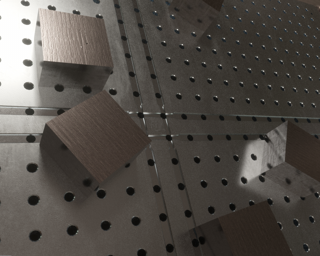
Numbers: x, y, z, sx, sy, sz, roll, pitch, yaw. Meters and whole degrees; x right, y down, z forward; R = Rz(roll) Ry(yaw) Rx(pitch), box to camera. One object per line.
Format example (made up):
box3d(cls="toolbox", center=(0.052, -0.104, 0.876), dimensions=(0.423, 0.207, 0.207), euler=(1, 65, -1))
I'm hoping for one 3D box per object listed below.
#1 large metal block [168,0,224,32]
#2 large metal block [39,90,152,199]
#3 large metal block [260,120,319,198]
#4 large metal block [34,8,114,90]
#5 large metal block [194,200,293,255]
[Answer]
box3d(cls="large metal block", center=(0.072, -0.240, 0.580), dimensions=(0.080, 0.050, 0.080), euler=(30, 52, -10))
box3d(cls="large metal block", center=(-0.071, 0.016, 0.345), dimensions=(0.080, 0.050, 0.080), euler=(47, 51, 4))
box3d(cls="large metal block", center=(0.208, 0.048, 0.478), dimensions=(0.080, 0.050, 0.080), euler=(30, 52, -10))
box3d(cls="large metal block", center=(-0.111, -0.097, 0.392), dimensions=(0.081, 0.050, 0.080), euler=(0, 62, -29))
box3d(cls="large metal block", center=(0.100, 0.139, 0.363), dimensions=(0.081, 0.050, 0.080), euler=(-8, 66, -32))
